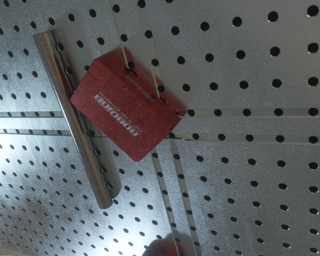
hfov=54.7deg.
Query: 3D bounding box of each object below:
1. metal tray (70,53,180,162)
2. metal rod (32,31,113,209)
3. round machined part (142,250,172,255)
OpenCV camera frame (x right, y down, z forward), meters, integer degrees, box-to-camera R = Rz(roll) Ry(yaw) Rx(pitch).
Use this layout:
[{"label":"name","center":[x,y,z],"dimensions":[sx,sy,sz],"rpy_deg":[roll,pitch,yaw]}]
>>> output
[{"label":"metal tray","center":[-0.049,-0.025,0.419],"dimensions":[0.130,0.030,0.090],"rpy_deg":[43,129,-2]},{"label":"metal rod","center":[-0.127,0.003,0.480],"dimensions":[0.025,0.025,0.298],"rpy_deg":[1,119,28]},{"label":"round machined part","center":[0.000,0.277,0.571],"dimensions":[0.098,0.042,0.097],"rpy_deg":[13,124,21]}]
